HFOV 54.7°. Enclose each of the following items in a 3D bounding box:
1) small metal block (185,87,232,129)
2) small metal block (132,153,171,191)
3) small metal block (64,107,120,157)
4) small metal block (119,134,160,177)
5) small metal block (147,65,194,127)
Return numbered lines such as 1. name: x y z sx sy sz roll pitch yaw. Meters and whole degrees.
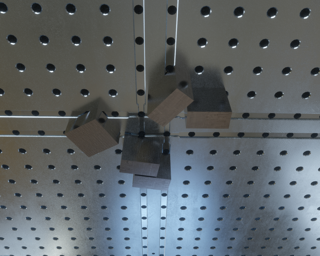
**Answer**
1. small metal block: 0.056 -0.025 0.375 0.050 0.050 0.025 1 130 -1
2. small metal block: -0.012 0.060 0.447 0.050 0.050 0.025 8 130 -7
3. small metal block: -0.090 0.007 0.416 0.050 0.025 0.050 -24 127 19
4. small metal block: -0.027 0.037 0.427 0.050 0.050 0.025 8 130 -8
5. small metal block: 0.011 -0.038 0.364 0.025 0.050 0.050 33 122 -25
